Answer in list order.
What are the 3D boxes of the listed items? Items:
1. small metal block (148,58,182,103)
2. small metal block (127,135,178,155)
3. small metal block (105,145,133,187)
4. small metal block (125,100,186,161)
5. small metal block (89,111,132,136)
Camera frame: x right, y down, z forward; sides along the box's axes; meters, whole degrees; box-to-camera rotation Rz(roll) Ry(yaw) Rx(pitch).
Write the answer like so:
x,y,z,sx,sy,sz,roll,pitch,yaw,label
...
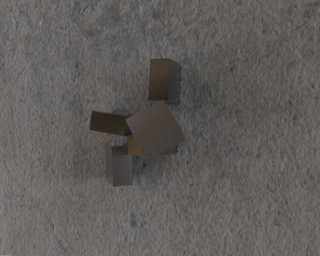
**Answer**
x,y,z,sx,sy,sz,roll,pitch,yaw,label
0.007,-0.058,0.392,0.025,0.050,0.050,3,91,20,small metal block
-0.008,0.021,0.398,0.050,0.050,0.025,-2,90,19,small metal block
-0.056,0.048,0.412,0.025,0.050,0.050,-2,89,-20,small metal block
-0.006,0.002,0.359,0.050,0.025,0.050,-28,50,-2,small metal block
-0.058,-0.006,0.415,0.050,0.050,0.025,10,93,19,small metal block
